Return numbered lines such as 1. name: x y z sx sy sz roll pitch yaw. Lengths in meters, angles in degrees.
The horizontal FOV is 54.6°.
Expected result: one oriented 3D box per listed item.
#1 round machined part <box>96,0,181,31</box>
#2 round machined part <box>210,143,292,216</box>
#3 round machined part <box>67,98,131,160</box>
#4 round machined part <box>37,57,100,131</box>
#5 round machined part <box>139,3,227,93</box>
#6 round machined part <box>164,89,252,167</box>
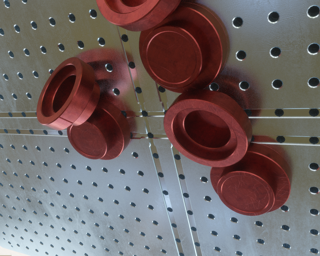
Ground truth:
1. round machined part: -0.014 -0.143 0.302 0.098 0.042 0.098 -2 86 36
2. round machined part: 0.110 0.070 0.386 0.098 0.042 0.097 13 124 21
3. round machined part: -0.096 0.007 0.456 0.098 0.042 0.097 13 124 21
4. round machined part: -0.118 -0.041 0.414 0.098 0.098 0.042 -20 145 35
5. round machined part: 0.020 -0.082 0.339 0.098 0.042 0.097 13 124 21
6. round machined part: 0.057 -0.004 0.357 0.098 0.042 0.097 19 137 19
